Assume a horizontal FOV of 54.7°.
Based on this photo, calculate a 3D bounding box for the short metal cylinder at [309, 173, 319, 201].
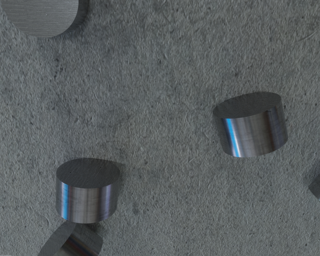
[{"bbox_3d":[0.251,0.086,0.414,0.080,0.080,0.050,29,108,-10],"label":"short metal cylinder"}]

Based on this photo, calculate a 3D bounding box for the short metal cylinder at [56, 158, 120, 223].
[{"bbox_3d":[-0.095,0.080,0.409,0.081,0.080,0.050,7,110,-3],"label":"short metal cylinder"}]

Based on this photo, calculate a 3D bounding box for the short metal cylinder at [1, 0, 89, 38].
[{"bbox_3d":[-0.124,-0.143,0.342,0.081,0.050,0.079,0,110,0],"label":"short metal cylinder"}]

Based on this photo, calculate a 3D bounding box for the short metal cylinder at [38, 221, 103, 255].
[{"bbox_3d":[-0.129,0.175,0.444,0.080,0.080,0.050,-40,106,13],"label":"short metal cylinder"}]

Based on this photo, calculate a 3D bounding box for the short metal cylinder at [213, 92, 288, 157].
[{"bbox_3d":[0.110,-0.006,0.379,0.080,0.080,0.050,-16,109,6],"label":"short metal cylinder"}]
